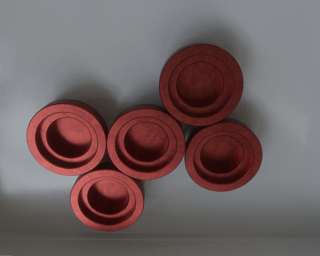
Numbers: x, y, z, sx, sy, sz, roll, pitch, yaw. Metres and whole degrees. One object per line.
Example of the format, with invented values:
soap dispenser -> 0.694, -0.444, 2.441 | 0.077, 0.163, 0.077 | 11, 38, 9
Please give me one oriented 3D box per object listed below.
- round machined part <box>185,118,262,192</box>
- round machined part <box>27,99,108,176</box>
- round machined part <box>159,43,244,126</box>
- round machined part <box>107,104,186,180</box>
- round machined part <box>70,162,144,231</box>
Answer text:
round machined part -> 0.081, 0.032, 0.412 | 0.099, 0.042, 0.097 | 0, 110, 0
round machined part -> -0.115, 0.009, 0.402 | 0.099, 0.042, 0.097 | 0, 110, 0
round machined part -> 0.048, -0.055, 0.380 | 0.099, 0.042, 0.097 | 0, 110, 0
round machined part -> -0.017, 0.015, 0.404 | 0.099, 0.042, 0.097 | 0, 110, 0
round machined part -> -0.071, 0.091, 0.432 | 0.099, 0.042, 0.097 | 0, 110, 0
